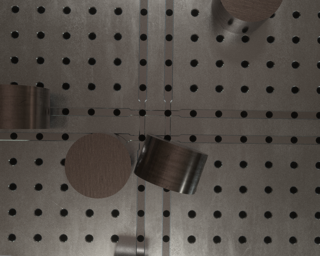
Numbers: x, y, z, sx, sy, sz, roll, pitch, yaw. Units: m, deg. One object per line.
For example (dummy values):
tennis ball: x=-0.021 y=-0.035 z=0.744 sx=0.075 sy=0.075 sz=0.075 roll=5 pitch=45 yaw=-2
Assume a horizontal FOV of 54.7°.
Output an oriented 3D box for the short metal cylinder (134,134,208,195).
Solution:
short metal cylinder: x=0.014 y=0.044 z=0.386 sx=0.080 sy=0.080 sz=0.050 roll=19 pitch=90 yaw=-1

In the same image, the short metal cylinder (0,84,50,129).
short metal cylinder: x=-0.179 y=-0.024 z=0.384 sx=0.081 sy=0.080 sz=0.050 roll=1 pitch=90 yaw=-1

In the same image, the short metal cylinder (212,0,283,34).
short metal cylinder: x=0.112 y=-0.169 z=0.402 sx=0.081 sy=0.050 sz=0.079 roll=0 pitch=90 yaw=-1

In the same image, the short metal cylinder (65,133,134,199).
short metal cylinder: x=-0.075 y=0.046 z=0.400 sx=0.081 sy=0.050 sz=0.079 roll=0 pitch=90 yaw=-1
